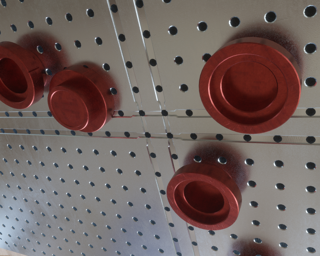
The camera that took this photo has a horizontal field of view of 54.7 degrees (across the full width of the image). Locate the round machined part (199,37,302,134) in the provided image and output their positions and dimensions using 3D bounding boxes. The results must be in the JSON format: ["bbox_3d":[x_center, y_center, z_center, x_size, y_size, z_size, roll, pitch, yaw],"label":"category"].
[{"bbox_3d":[0.094,-0.046,0.322,0.098,0.042,0.097,13,124,20],"label":"round machined part"}]

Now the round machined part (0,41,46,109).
[{"bbox_3d":[-0.210,-0.080,0.459,0.098,0.042,0.097,13,124,20],"label":"round machined part"}]

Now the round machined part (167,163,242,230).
[{"bbox_3d":[0.062,0.088,0.421,0.098,0.042,0.097,13,124,20],"label":"round machined part"}]

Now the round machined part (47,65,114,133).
[{"bbox_3d":[-0.118,-0.035,0.438,0.098,0.042,0.097,13,124,20],"label":"round machined part"}]
